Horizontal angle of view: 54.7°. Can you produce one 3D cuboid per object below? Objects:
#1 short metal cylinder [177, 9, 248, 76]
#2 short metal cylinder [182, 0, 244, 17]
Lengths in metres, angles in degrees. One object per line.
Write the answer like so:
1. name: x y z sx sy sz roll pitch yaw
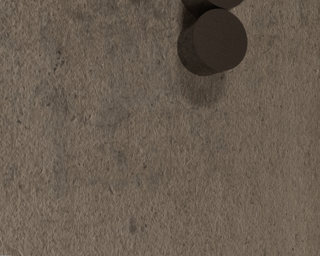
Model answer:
1. short metal cylinder: 0.071 -0.114 0.423 0.081 0.050 0.079 0 90 -21
2. short metal cylinder: 0.074 -0.195 0.424 0.081 0.050 0.079 0 90 -21
